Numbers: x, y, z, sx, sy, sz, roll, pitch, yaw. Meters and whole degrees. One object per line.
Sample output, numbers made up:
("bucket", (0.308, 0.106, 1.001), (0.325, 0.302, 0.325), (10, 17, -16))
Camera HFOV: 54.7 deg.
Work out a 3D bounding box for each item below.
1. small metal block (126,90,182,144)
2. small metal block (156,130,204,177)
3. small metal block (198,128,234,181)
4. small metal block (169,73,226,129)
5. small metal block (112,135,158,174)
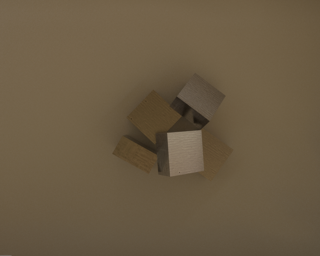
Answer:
("small metal block", (-0.008, -0.014, 0.409), (0.050, 0.025, 0.050), (44, 90, -1))
("small metal block", (0.024, 0.029, 0.374), (0.050, 0.025, 0.050), (-4, 90, -33))
("small metal block", (0.060, 0.034, 0.410), (0.050, 0.025, 0.050), (35, 90, -1))
("small metal block", (0.049, -0.035, 0.399), (0.050, 0.025, 0.050), (37, 57, -1))
("small metal block", (-0.029, 0.032, 0.396), (0.050, 0.050, 0.025), (29, 90, -1))
